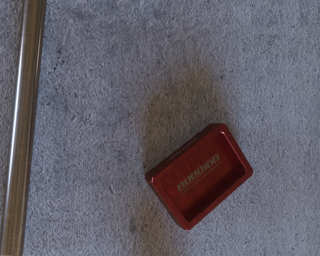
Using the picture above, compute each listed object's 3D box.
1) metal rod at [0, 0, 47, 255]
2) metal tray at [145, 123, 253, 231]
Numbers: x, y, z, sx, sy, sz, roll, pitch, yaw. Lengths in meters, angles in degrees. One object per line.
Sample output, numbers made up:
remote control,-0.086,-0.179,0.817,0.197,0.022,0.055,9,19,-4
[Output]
metal rod,-0.155,-0.006,0.351,0.025,0.025,0.298,5,88,-20
metal tray,0.056,0.064,0.428,0.131,0.030,0.090,-36,102,-17
